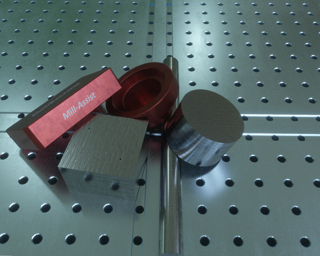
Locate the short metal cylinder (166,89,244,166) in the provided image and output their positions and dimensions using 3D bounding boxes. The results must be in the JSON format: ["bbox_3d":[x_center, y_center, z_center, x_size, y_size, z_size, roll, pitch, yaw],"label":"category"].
[{"bbox_3d":[0.053,-0.001,0.375,0.081,0.050,0.080,13,48,-15],"label":"short metal cylinder"}]

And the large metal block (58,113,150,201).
[{"bbox_3d":[-0.060,0.032,0.364,0.080,0.050,0.080,8,51,6],"label":"large metal block"}]

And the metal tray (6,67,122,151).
[{"bbox_3d":[-0.121,-0.025,0.392,0.131,0.030,0.090,-44,24,-30],"label":"metal tray"}]

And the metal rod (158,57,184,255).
[{"bbox_3d":[0.014,0.011,0.399,0.025,0.025,0.300,1,50,1],"label":"metal rod"}]

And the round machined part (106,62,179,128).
[{"bbox_3d":[-0.019,-0.038,0.412,0.098,0.042,0.098,-17,46,19],"label":"round machined part"}]
